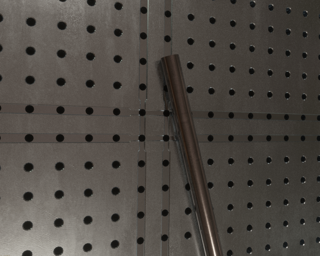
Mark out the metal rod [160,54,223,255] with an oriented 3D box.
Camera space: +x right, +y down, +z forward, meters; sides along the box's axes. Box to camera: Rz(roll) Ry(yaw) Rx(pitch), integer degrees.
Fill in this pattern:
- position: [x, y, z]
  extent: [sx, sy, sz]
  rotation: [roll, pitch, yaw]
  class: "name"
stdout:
- position: [0.047, 0.048, 0.431]
  extent: [0.025, 0.025, 0.298]
  rotation: [-15, 95, -20]
  class: "metal rod"
